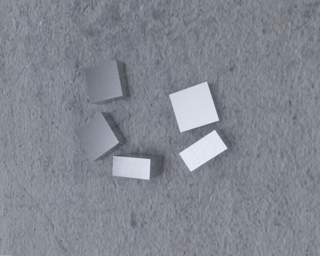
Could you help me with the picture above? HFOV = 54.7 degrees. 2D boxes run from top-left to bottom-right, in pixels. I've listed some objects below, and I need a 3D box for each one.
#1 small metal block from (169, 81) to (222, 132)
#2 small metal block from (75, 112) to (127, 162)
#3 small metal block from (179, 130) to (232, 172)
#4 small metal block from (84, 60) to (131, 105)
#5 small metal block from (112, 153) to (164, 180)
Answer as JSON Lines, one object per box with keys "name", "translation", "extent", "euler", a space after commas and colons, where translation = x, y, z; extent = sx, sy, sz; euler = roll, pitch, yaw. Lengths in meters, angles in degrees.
{"name": "small metal block", "translation": [0.045, -0.026, 0.392], "extent": [0.050, 0.025, 0.050], "euler": [-18, 84, 18]}
{"name": "small metal block", "translation": [-0.083, 0.013, 0.437], "extent": [0.050, 0.025, 0.050], "euler": [-35, 79, 16]}
{"name": "small metal block", "translation": [0.057, 0.026, 0.375], "extent": [0.050, 0.050, 0.025], "euler": [-35, 79, 16]}
{"name": "small metal block", "translation": [-0.073, -0.063, 0.434], "extent": [0.050, 0.025, 0.050], "euler": [-12, 86, 19]}
{"name": "small metal block", "translation": [-0.027, 0.049, 0.404], "extent": [0.050, 0.050, 0.025], "euler": [3, 91, 19]}
